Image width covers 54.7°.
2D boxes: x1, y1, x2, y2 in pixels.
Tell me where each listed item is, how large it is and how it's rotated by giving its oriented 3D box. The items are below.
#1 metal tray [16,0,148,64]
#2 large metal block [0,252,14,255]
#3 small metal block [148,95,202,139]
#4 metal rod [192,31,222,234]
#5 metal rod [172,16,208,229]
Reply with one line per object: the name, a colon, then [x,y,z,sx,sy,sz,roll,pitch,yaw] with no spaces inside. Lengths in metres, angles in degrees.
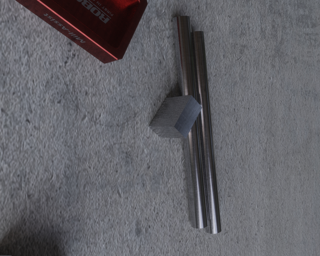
metal tray: [-0.082,-0.142,0.333,0.130,0.030,0.090,33,69,-35]
large metal block: [-0.129,0.169,0.282,0.080,0.050,0.080,36,68,-35]
small metal block: [0.020,-0.014,0.407,0.025,0.050,0.050,45,63,-31]
metal rod: [0.067,0.010,0.463,0.025,0.025,0.298,-10,97,-40]
metal rod: [0.044,-0.005,0.443,0.025,0.025,0.298,-10,96,-40]
